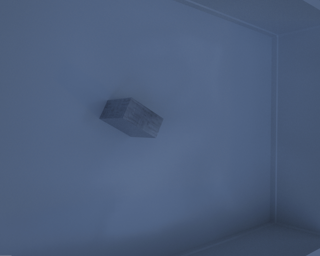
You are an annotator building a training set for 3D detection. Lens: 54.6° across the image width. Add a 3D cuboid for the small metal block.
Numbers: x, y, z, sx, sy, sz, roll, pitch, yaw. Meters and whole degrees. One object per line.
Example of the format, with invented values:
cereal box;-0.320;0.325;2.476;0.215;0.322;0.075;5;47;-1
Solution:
small metal block;-0.033;-0.011;0.361;0.050;0.050;0.025;33;70;-35
